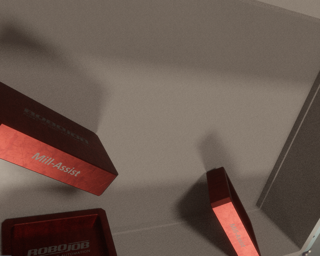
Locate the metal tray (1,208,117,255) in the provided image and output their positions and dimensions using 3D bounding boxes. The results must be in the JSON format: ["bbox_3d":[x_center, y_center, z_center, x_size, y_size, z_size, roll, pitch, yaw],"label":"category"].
[{"bbox_3d":[-0.126,0.154,0.390,0.131,0.090,0.030,1,134,-29],"label":"metal tray"}]

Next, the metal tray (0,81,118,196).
[{"bbox_3d":[-0.111,0.012,0.313,0.130,0.090,0.030,34,99,-39],"label":"metal tray"}]

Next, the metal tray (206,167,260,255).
[{"bbox_3d":[0.116,0.137,0.490,0.030,0.090,0.130,-24,111,14],"label":"metal tray"}]
